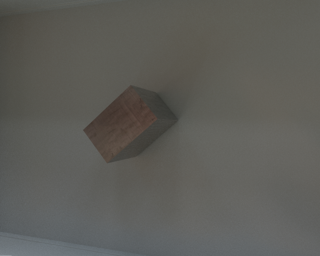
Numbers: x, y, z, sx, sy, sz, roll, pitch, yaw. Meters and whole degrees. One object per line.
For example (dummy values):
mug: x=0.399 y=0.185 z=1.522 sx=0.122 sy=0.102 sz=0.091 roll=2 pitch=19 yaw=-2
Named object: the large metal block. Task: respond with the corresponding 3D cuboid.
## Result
large metal block: x=-0.033 y=-0.004 z=0.389 sx=0.080 sy=0.080 sz=0.050 roll=-41 pitch=77 yaw=15
